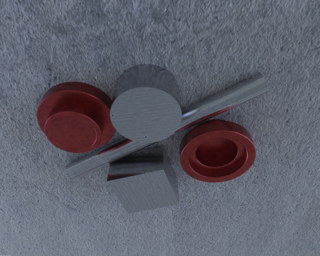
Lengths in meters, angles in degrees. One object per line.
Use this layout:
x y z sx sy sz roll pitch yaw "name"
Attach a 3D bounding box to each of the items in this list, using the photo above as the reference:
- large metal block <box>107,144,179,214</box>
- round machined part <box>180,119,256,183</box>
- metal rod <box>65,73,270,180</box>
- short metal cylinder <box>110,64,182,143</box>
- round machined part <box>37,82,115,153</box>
-0.022 0.076 0.458 0.080 0.050 0.080 -13 129 11 "large metal block"
0.076 0.027 0.421 0.099 0.042 0.097 0 130 0 "round machined part"
-0.004 0.006 0.414 0.300 0.025 0.025 -25 126 19 "metal rod"
-0.016 -0.029 0.367 0.081 0.050 0.079 0 130 0 "short metal cylinder"
-0.105 -0.006 0.391 0.099 0.042 0.097 0 130 0 "round machined part"
